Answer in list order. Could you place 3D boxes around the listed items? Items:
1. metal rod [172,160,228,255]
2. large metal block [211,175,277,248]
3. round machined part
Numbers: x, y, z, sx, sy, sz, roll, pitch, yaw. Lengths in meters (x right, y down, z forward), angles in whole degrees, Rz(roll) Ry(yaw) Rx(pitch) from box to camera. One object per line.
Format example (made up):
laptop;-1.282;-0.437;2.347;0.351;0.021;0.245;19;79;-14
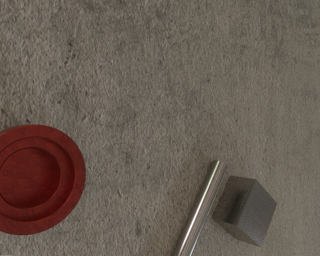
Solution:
metal rod;0.030;0.180;0.432;0.025;0.025;0.300;42;64;-32
large metal block;0.141;0.136;0.510;0.080;0.050;0.080;45;63;-31
round machined part;-0.124;0.045;0.291;0.099;0.042;0.097;0;90;-40
